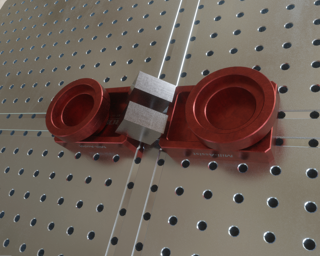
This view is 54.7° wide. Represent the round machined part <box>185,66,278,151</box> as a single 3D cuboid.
[{"bbox_3d":[0.081,-0.018,0.350,0.098,0.042,0.098,-13,56,21],"label":"round machined part"}]

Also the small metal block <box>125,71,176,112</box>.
[{"bbox_3d":[-0.013,-0.044,0.408,0.050,0.050,0.025,136,151,-62],"label":"small metal block"}]

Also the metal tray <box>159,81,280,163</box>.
[{"bbox_3d":[0.071,-0.009,0.374,0.130,0.030,0.090,1,62,28],"label":"metal tray"}]

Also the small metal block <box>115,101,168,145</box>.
[{"bbox_3d":[-0.024,-0.005,0.389,0.050,0.050,0.025,136,151,-62],"label":"small metal block"}]

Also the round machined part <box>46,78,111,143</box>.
[{"bbox_3d":[-0.114,-0.022,0.455,0.098,0.042,0.098,-13,56,21],"label":"round machined part"}]

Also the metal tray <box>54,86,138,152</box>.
[{"bbox_3d":[-0.087,-0.013,0.461,0.130,0.030,0.090,0,63,28],"label":"metal tray"}]
